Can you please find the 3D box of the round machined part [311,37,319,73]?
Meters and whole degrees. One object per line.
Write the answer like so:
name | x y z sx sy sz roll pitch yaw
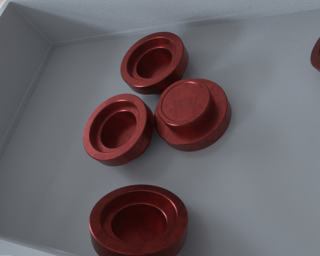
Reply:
round machined part | 0.211 -0.087 0.317 0.098 0.042 0.098 -50 13 17

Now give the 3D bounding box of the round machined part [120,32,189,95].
round machined part | -0.004 -0.088 0.450 0.098 0.042 0.098 -13 56 20

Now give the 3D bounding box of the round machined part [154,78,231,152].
round machined part | 0.036 -0.023 0.389 0.098 0.042 0.098 -13 56 20

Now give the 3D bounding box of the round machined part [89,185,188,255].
round machined part | -0.021 0.105 0.320 0.099 0.042 0.098 0 27 0

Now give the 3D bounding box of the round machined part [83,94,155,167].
round machined part | -0.050 0.006 0.414 0.098 0.042 0.098 -14 56 23
